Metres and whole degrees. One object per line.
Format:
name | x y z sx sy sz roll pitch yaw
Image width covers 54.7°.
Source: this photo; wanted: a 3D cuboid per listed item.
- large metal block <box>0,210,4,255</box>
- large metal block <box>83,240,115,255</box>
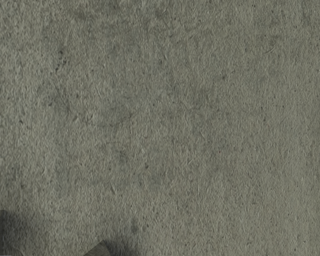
large metal block | -0.190 0.134 0.310 0.050 0.080 0.080 1 90 -20
large metal block | -0.074 0.198 0.369 0.080 0.050 0.080 -36 102 -16
